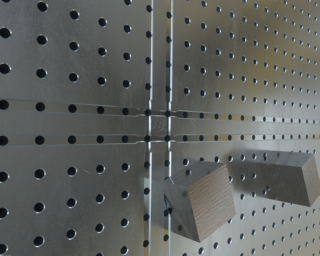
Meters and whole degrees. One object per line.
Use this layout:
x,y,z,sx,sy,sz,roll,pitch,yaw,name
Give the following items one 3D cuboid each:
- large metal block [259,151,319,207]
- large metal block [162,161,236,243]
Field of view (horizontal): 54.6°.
0.241,0.091,0.574,0.050,0.080,0.080,-31,109,-36,large metal block
0.057,0.100,0.440,0.081,0.050,0.080,-22,104,-38,large metal block
